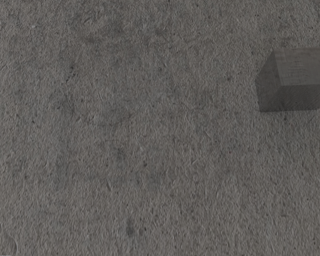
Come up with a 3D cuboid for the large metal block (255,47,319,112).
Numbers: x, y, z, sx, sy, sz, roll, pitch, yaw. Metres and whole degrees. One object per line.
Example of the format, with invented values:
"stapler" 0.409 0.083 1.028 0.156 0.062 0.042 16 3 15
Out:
"large metal block" 0.178 -0.060 0.402 0.081 0.080 0.050 -3 70 -1
